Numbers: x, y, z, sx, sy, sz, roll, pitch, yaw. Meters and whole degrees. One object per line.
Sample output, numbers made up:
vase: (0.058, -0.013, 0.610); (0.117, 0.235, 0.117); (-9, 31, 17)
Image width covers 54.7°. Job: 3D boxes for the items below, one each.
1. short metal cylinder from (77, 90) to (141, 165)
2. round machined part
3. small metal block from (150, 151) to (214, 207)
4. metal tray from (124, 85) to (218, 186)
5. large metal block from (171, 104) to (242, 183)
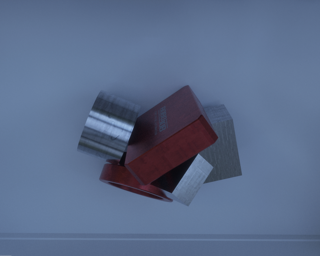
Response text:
short metal cylinder: (-0.062, 0.000, 0.379); (0.050, 0.080, 0.079); (21, 109, -8)
round machined part: (-0.025, 0.062, 0.403); (0.099, 0.098, 0.042); (19, 74, -8)
small metal block: (0.023, 0.053, 0.344); (0.025, 0.050, 0.050); (43, 73, -21)
metal tray: (0.009, 0.001, 0.354); (0.090, 0.130, 0.030); (-33, 108, 11)
large metal block: (0.054, 0.023, 0.398); (0.080, 0.050, 0.080); (-13, 114, 4)
